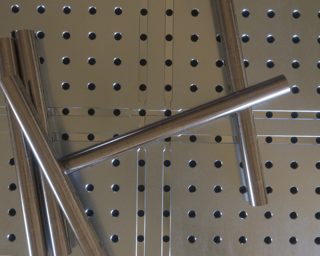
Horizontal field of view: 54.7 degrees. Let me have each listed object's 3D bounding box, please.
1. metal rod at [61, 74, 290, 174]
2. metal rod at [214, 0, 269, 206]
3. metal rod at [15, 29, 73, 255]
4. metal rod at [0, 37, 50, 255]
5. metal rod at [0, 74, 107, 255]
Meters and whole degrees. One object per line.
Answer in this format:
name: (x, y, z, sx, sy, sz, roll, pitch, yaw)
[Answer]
metal rod: (0.015, -0.002, 0.398, 0.301, 0.025, 0.025, -20, 90, 5)
metal rod: (0.107, -0.046, 0.414, 0.025, 0.025, 0.298, -10, 90, 0)
metal rod: (-0.154, 0.021, 0.411, 0.025, 0.025, 0.298, -10, 90, 0)
metal rod: (-0.181, 0.031, 0.410, 0.025, 0.025, 0.298, -9, 90, 0)
metal rod: (-0.124, 0.076, 0.393, 0.025, 0.025, 0.299, -23, 98, 0)
